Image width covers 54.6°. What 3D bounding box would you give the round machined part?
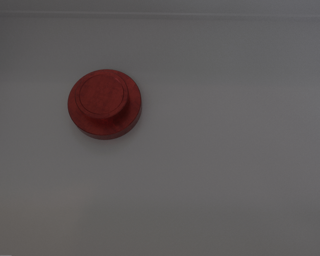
[{"bbox_3d":[-0.074,-0.036,0.414,0.099,0.042,0.098,0,70,0],"label":"round machined part"}]
